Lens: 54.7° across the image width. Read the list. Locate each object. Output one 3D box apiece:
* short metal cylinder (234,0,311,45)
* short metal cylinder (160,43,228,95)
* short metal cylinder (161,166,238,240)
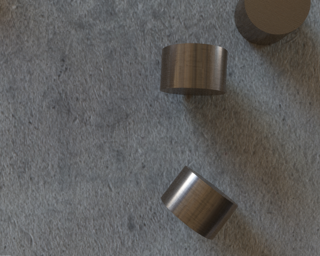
[{"bbox_3d":[0.142,-0.153,0.399,0.081,0.050,0.079,0,90,-1],"label":"short metal cylinder"},{"bbox_3d":[0.042,-0.069,0.383,0.081,0.080,0.050,3,90,-1],"label":"short metal cylinder"},{"bbox_3d":[0.048,0.091,0.383,0.080,0.080,0.050,37,90,-1],"label":"short metal cylinder"}]
